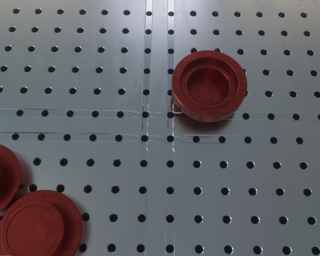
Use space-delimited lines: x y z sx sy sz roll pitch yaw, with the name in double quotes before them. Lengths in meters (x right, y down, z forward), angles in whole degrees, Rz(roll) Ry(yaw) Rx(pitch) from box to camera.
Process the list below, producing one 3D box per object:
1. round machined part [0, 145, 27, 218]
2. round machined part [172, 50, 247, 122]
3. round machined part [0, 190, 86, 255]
"round machined part" -0.220 0.064 0.378 0.099 0.042 0.098 0 70 0
"round machined part" 0.065 -0.053 0.422 0.099 0.042 0.098 0 70 0
"round machined part" -0.139 0.120 0.358 0.099 0.042 0.098 0 70 0
